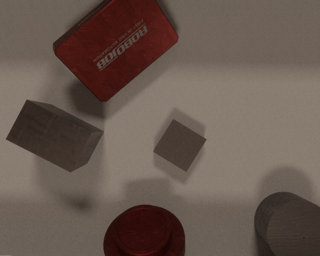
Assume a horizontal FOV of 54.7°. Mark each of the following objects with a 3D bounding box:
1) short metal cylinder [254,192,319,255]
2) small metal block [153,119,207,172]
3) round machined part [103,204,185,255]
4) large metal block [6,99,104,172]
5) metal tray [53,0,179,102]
[{"bbox_3d":[0.170,0.128,0.401,0.081,0.050,0.079,0,90,-1],"label":"short metal cylinder"},{"bbox_3d":[0.026,0.023,0.412,0.050,0.025,0.050,32,90,-1],"label":"small metal block"},{"bbox_3d":[-0.019,0.132,0.373,0.099,0.098,0.042,-6,128,-1],"label":"round machined part"},{"bbox_3d":[-0.123,0.009,0.382,0.080,0.080,0.050,27,90,-1],"label":"large metal block"},{"bbox_3d":[-0.052,-0.106,0.384,0.130,0.030,0.090,-40,126,0],"label":"metal tray"}]
